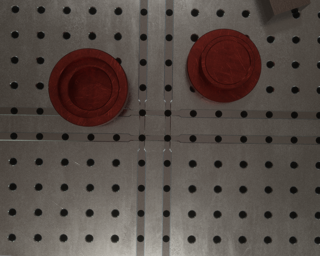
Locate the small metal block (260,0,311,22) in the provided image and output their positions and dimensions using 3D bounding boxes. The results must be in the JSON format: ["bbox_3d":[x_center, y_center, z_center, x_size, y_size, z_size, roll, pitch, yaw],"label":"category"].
[{"bbox_3d":[0.165,-0.178,0.415,0.050,0.025,0.050,-19,90,-1],"label":"small metal block"}]

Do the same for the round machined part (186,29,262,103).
[{"bbox_3d":[0.085,-0.082,0.406,0.099,0.042,0.097,0,90,-1],"label":"round machined part"}]

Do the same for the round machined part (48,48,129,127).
[{"bbox_3d":[-0.089,-0.050,0.404,0.099,0.042,0.097,0,90,-1],"label":"round machined part"}]
